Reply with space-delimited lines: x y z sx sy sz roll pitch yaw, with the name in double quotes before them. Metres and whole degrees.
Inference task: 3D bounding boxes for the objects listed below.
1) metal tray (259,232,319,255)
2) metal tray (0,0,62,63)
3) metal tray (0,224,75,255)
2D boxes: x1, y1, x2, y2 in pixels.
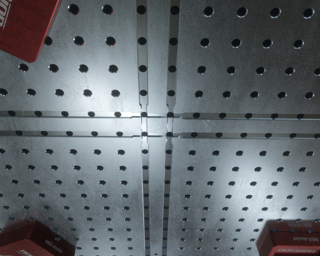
"metal tray" 0.275 0.245 0.618 0.131 0.030 0.089 2 130 -2
"metal tray" -0.140 -0.136 0.291 0.090 0.030 0.129 24 126 -20
"metal tray" -0.246 0.246 0.616 0.090 0.030 0.130 -22 127 18
